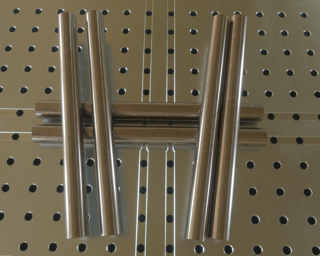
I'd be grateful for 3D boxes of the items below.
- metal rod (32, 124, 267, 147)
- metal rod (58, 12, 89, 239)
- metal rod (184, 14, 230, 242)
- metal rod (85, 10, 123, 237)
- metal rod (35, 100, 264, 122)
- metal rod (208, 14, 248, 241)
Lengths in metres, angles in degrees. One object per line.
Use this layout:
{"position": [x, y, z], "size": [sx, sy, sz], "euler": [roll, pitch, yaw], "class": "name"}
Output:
{"position": [-0.013, 0.010, 0.409], "size": [0.302, 0.025, 0.025], "euler": [1, 70, 0], "class": "metal rod"}
{"position": [-0.112, -0.018, 0.392], "size": [0.025, 0.025, 0.299], "euler": [-8, 70, -3], "class": "metal rod"}
{"position": [0.063, -0.015, 0.392], "size": [0.025, 0.025, 0.299], "euler": [9, 70, 3], "class": "metal rod"}
{"position": [-0.074, -0.021, 0.393], "size": [0.025, 0.025, 0.299], "euler": [-7, 70, -3], "class": "metal rod"}
{"position": [-0.014, -0.023, 0.421], "size": [0.302, 0.025, 0.025], "euler": [1, 70, 0], "class": "metal rod"}
{"position": [0.089, -0.016, 0.392], "size": [0.025, 0.025, 0.299], "euler": [9, 70, 3], "class": "metal rod"}
